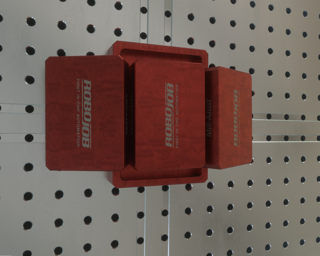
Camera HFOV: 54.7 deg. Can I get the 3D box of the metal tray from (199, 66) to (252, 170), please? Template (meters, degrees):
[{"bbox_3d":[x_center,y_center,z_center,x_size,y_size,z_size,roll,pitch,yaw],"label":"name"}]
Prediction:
[{"bbox_3d":[0.092,-0.013,0.425,0.091,0.030,0.129,-1,91,-47],"label":"metal tray"}]

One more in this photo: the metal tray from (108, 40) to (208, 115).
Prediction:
[{"bbox_3d":[-0.001,-0.061,0.410,0.131,0.030,0.089,0,90,-21],"label":"metal tray"}]

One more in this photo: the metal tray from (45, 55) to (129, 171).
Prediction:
[{"bbox_3d":[-0.084,-0.017,0.360,0.091,0.030,0.129,0,90,5],"label":"metal tray"}]

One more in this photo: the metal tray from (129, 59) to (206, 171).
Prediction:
[{"bbox_3d":[0.009,-0.015,0.382,0.091,0.030,0.129,0,90,-21],"label":"metal tray"}]

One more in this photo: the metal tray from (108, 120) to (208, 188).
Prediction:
[{"bbox_3d":[-0.001,0.029,0.411,0.131,0.030,0.089,0,90,-21],"label":"metal tray"}]
